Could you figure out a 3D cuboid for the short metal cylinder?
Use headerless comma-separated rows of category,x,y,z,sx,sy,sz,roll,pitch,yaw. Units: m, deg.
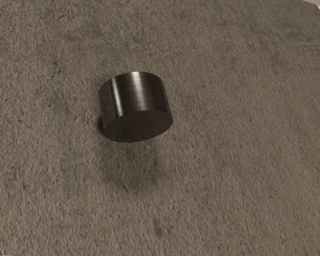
short metal cylinder,-0.029,-0.022,0.368,0.081,0.080,0.050,1,62,-28
